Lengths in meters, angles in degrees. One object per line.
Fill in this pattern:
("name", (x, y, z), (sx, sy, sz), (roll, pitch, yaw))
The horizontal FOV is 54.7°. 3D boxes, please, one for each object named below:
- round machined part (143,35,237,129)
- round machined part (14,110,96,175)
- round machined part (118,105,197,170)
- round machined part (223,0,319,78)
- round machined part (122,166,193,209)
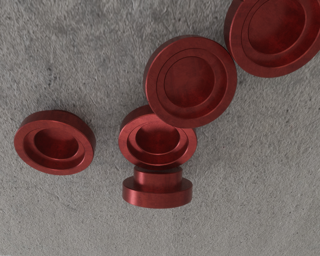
("round machined part", (0.030, -0.052, 0.339), (0.099, 0.042, 0.097), (-5, 114, -10))
("round machined part", (-0.133, 0.015, 0.407), (0.099, 0.042, 0.097), (0, 130, 0))
("round machined part", (-0.003, 0.007, 0.402), (0.099, 0.042, 0.097), (0, 130, 0))
("round machined part", (0.110, -0.102, 0.304), (0.099, 0.042, 0.097), (-4, 125, -6))
("round machined part", (-0.003, 0.076, 0.436), (0.099, 0.098, 0.042), (2, 96, -2))
